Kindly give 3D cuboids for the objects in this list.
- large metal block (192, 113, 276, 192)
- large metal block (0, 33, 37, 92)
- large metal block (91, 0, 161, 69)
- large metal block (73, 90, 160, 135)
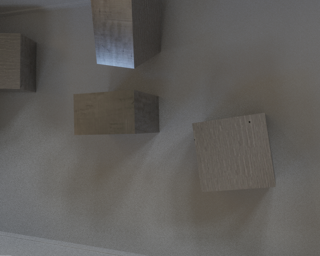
[{"bbox_3d":[0.088,0.028,0.366,0.080,0.050,0.080,-8,87,19],"label":"large metal block"},{"bbox_3d":[-0.239,-0.097,0.471,0.080,0.050,0.080,1,90,3],"label":"large metal block"},{"bbox_3d":[-0.038,-0.126,0.380,0.050,0.080,0.079,11,120,19],"label":"large metal block"},{"bbox_3d":[-0.053,-0.017,0.400,0.080,0.080,0.050,-2,90,20],"label":"large metal block"}]
